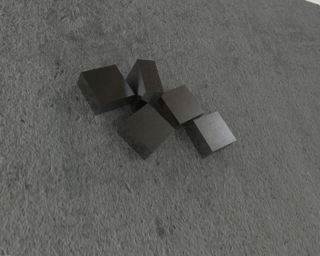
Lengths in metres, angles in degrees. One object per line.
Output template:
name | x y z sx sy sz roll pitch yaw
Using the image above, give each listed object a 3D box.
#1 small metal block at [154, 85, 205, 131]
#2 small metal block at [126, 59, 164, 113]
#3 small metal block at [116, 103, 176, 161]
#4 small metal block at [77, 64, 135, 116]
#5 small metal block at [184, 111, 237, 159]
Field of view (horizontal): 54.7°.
small metal block | 0.026 -0.028 0.434 0.050 0.025 0.050 -25 76 -37
small metal block | -0.022 -0.054 0.409 0.025 0.050 0.050 -1 62 -29
small metal block | -0.017 0.004 0.392 0.050 0.025 0.050 45 51 3
small metal block | -0.069 -0.050 0.396 0.050 0.025 0.050 -23 74 -36
small metal block | 0.071 0.009 0.436 0.050 0.025 0.050 -20 73 -36
